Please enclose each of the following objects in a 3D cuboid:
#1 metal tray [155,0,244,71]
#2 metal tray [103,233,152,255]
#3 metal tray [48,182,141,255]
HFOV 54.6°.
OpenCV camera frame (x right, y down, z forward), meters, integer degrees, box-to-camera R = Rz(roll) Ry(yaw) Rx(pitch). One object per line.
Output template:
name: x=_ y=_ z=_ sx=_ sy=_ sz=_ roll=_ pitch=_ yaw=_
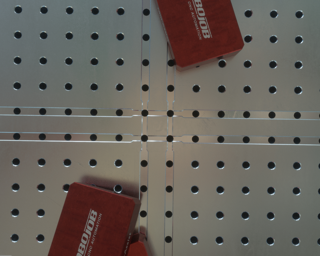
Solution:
metal tray: x=0.047 y=-0.151 z=0.411 sx=0.090 sy=0.030 sz=0.129 roll=-17 pitch=90 yaw=0
metal tray: x=-0.043 y=0.218 z=0.411 sx=0.090 sy=0.030 sz=0.129 roll=-20 pitch=90 yaw=0
metal tray: x=-0.085 y=0.142 z=0.389 sx=0.090 sy=0.030 sz=0.130 roll=13 pitch=80 yaw=14
